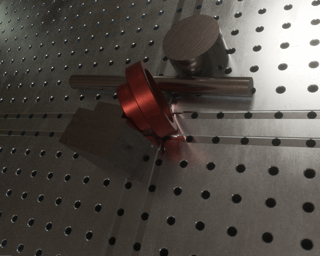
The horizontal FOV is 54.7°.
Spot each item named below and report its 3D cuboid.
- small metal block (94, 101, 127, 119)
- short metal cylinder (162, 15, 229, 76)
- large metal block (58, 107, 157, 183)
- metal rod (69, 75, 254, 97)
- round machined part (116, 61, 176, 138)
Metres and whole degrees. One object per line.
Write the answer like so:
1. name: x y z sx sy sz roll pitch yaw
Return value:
1. small metal block: -0.058 -0.010 0.427 0.050 0.050 0.025 12 68 33
2. short metal cylinder: 0.050 -0.110 0.432 0.080 0.050 0.080 -13 56 20
3. large metal block: -0.063 0.022 0.391 0.080 0.080 0.050 14 69 33
4. metal rod: -0.018 -0.065 0.455 0.300 0.025 0.025 6 65 30
5. round machined part: -0.020 -0.031 0.389 0.042 0.098 0.098 -27 53 9
